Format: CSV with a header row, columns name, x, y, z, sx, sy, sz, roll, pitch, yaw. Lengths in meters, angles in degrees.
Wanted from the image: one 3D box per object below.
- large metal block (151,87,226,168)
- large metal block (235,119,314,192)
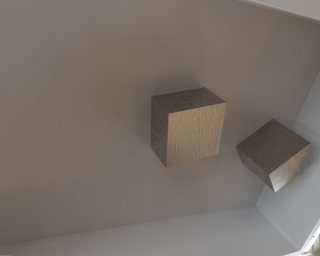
name,x,y,z,sx,sy,sz,roll,pitch,yaw
large metal block,0.035,-0.002,0.412,0.081,0.050,0.079,-12,124,-22
large metal block,0.186,0.043,0.504,0.080,0.080,0.050,-36,129,-5
